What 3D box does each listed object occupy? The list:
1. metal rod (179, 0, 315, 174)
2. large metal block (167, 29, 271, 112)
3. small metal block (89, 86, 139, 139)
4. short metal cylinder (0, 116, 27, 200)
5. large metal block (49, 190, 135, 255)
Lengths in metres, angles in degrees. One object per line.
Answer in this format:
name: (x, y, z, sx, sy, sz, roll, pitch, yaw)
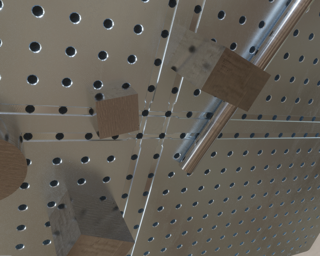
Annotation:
metal rod: (0.119, -0.060, 0.440, 0.025, 0.025, 0.299, 24, 106, -37)
large metal block: (0.069, -0.070, 0.372, 0.081, 0.080, 0.050, 18, 109, -36)
small metal block: (-0.054, -0.019, 0.371, 0.050, 0.025, 0.050, -14, 124, -21)
short metal cylinder: (-0.181, 0.031, 0.315, 0.081, 0.050, 0.079, -14, 125, -21)
large metal block: (-0.092, 0.135, 0.411, 0.080, 0.080, 0.050, 26, 104, -38)
